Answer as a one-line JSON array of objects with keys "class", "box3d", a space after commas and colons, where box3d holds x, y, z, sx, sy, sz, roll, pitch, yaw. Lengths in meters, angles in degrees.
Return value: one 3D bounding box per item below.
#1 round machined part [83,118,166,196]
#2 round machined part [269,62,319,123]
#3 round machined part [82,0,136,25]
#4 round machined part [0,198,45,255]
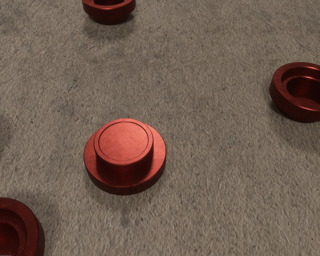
[{"class": "round machined part", "box3d": [-0.042, 0.027, 0.369, 0.099, 0.042, 0.098, 0, 50, 0]}, {"class": "round machined part", "box3d": [0.203, -0.045, 0.433, 0.099, 0.042, 0.098, 0, 50, 0]}, {"class": "round machined part", "box3d": [-0.095, -0.231, 0.585, 0.099, 0.042, 0.098, 0, 50, 0]}, {"class": "round machined part", "box3d": [-0.158, 0.119, 0.290, 0.099, 0.042, 0.098, 0, 50, 0]}]
